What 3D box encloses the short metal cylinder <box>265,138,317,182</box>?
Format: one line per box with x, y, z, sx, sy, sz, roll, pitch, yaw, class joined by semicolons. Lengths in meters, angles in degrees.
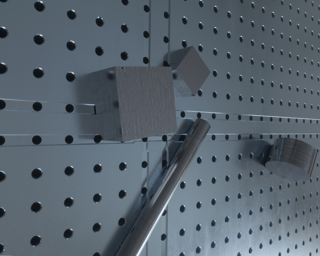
0.247;0.060;0.584;0.080;0.080;0.050;41;65;-33;short metal cylinder

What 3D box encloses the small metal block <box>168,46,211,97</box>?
0.040;-0.080;0.445;0.050;0.025;0.050;49;61;-29;small metal block

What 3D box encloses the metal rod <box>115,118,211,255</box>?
-0.009;0.108;0.403;0.025;0.025;0.300;48;61;-30;metal rod

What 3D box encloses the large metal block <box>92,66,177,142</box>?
-0.029;-0.030;0.370;0.081;0.050;0.079;-9;96;-40;large metal block
